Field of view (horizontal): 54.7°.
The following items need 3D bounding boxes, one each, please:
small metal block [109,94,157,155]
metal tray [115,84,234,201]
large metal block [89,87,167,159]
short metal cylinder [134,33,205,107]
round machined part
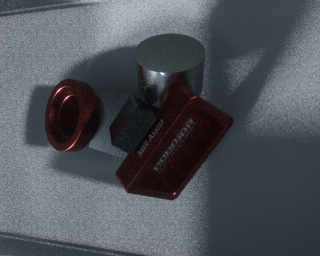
[{"bbox_3d":[-0.032,-0.006,0.351,0.025,0.050,0.050,31,103,-22],"label":"small metal block"},{"bbox_3d":[0.019,0.023,0.366,0.129,0.090,0.030,-55,47,11],"label":"metal tray"},{"bbox_3d":[-0.037,-0.003,0.408,0.080,0.050,0.079,16,95,19],"label":"large metal block"},{"bbox_3d":[0.012,-0.069,0.368,0.080,0.080,0.050,17,140,19],"label":"short metal cylinder"},{"bbox_3d":[-0.114,-0.016,0.426,0.098,0.042,0.097,-6,81,42],"label":"round machined part"}]
